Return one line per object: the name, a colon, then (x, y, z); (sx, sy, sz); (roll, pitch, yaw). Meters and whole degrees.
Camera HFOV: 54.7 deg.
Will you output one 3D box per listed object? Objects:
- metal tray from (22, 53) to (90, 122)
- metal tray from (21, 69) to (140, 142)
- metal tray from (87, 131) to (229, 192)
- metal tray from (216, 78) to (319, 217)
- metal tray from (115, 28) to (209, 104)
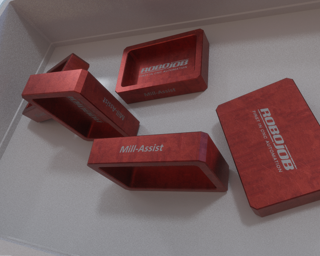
metal tray: (-0.168, -0.059, 0.491); (0.130, 0.030, 0.090); (-7, 55, 53)
metal tray: (-0.096, -0.022, 0.400); (0.090, 0.130, 0.030); (0, 63, 27)
metal tray: (0.000, 0.041, 0.337); (0.130, 0.090, 0.030); (-5, 60, 25)
metal tray: (0.122, 0.017, 0.328); (0.090, 0.030, 0.130); (-22, 54, 14)
metal tray: (0.004, -0.089, 0.453); (0.130, 0.030, 0.090); (-7, 58, 24)
